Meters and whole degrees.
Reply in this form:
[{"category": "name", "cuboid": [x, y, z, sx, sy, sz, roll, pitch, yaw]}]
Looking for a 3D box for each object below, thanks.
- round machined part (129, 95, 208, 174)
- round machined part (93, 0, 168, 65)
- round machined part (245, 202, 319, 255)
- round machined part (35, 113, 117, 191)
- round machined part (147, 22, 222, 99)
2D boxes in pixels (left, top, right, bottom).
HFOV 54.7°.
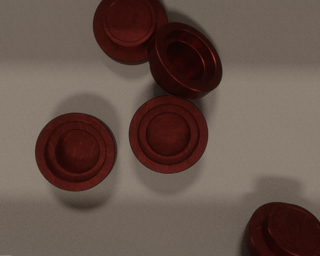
[{"category": "round machined part", "cuboid": [0.011, 0.008, 0.403, 0.099, 0.042, 0.097, 0, 90, -1]}, {"category": "round machined part", "cuboid": [-0.038, -0.134, 0.402, 0.099, 0.042, 0.097, 0, 90, -1]}, {"category": "round machined part", "cuboid": [0.159, 0.132, 0.377, 0.099, 0.098, 0.042, 6, 134, -1]}, {"category": "round machined part", "cuboid": [-0.105, 0.030, 0.402, 0.099, 0.042, 0.097, 0, 90, -1]}, {"category": "round machined part", "cuboid": [0.027, -0.079, 0.387, 0.099, 0.042, 0.098, 15, 60, -27]}]
